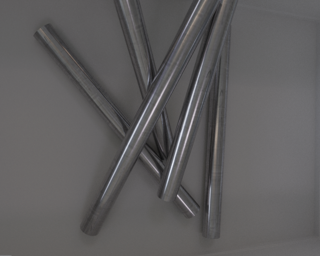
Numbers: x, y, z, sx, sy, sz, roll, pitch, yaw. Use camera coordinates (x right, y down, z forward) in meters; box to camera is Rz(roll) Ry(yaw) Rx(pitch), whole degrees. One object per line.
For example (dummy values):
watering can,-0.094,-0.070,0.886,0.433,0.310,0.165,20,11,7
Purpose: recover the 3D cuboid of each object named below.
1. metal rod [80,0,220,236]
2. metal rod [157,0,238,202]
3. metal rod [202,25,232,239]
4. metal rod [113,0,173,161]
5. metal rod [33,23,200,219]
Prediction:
metal rod,-0.018,-0.004,0.346,0.025,0.025,0.298,23,104,-19
metal rod,0.047,-0.052,0.351,0.025,0.025,0.298,10,107,-20
metal rod,0.081,0.003,0.440,0.025,0.025,0.298,4,89,-20
metal rod,-0.022,-0.084,0.333,0.025,0.025,0.298,-28,126,-18
metal rod,-0.046,0.001,0.393,0.025,0.025,0.300,-42,103,-15
